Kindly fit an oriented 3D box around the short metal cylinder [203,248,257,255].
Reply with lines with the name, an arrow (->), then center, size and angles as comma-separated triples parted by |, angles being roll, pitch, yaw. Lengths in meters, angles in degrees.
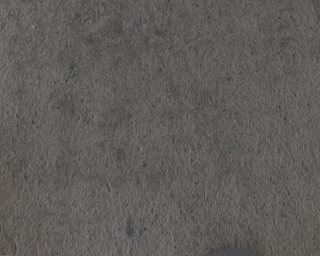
short metal cylinder -> 0.077, 0.171, 0.333 | 0.081, 0.050, 0.080 | 0, 70, 0
